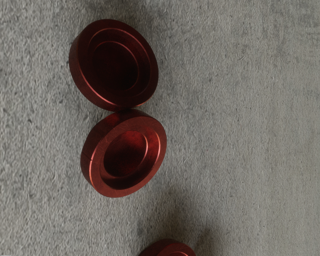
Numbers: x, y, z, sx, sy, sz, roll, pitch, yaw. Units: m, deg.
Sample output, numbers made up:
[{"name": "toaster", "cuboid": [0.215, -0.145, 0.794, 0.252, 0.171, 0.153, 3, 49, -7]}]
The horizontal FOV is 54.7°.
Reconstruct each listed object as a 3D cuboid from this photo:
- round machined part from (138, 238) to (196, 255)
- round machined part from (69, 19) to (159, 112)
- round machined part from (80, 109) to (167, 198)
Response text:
[{"name": "round machined part", "cuboid": [0.001, 0.191, 0.395, 0.099, 0.042, 0.097, 0, 90, -40]}, {"name": "round machined part", "cuboid": [-0.053, -0.064, 0.340, 0.099, 0.042, 0.098, 11, 71, -36]}, {"name": "round machined part", "cuboid": [-0.043, 0.024, 0.343, 0.099, 0.042, 0.097, -22, 127, -33]}]
